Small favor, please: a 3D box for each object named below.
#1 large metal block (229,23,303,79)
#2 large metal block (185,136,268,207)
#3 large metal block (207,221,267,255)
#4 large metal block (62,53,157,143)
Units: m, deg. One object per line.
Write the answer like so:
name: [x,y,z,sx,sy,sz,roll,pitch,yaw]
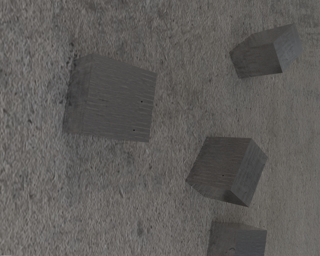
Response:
large metal block: [0.177,-0.127,0.517,0.080,0.080,0.050,-41,115,-32]
large metal block: [0.097,0.060,0.450,0.050,0.080,0.080,43,64,-32]
large metal block: [0.121,0.196,0.490,0.081,0.050,0.080,17,79,-39]
large metal block: [-0.054,-0.029,0.343,0.081,0.050,0.080,11,83,-40]
